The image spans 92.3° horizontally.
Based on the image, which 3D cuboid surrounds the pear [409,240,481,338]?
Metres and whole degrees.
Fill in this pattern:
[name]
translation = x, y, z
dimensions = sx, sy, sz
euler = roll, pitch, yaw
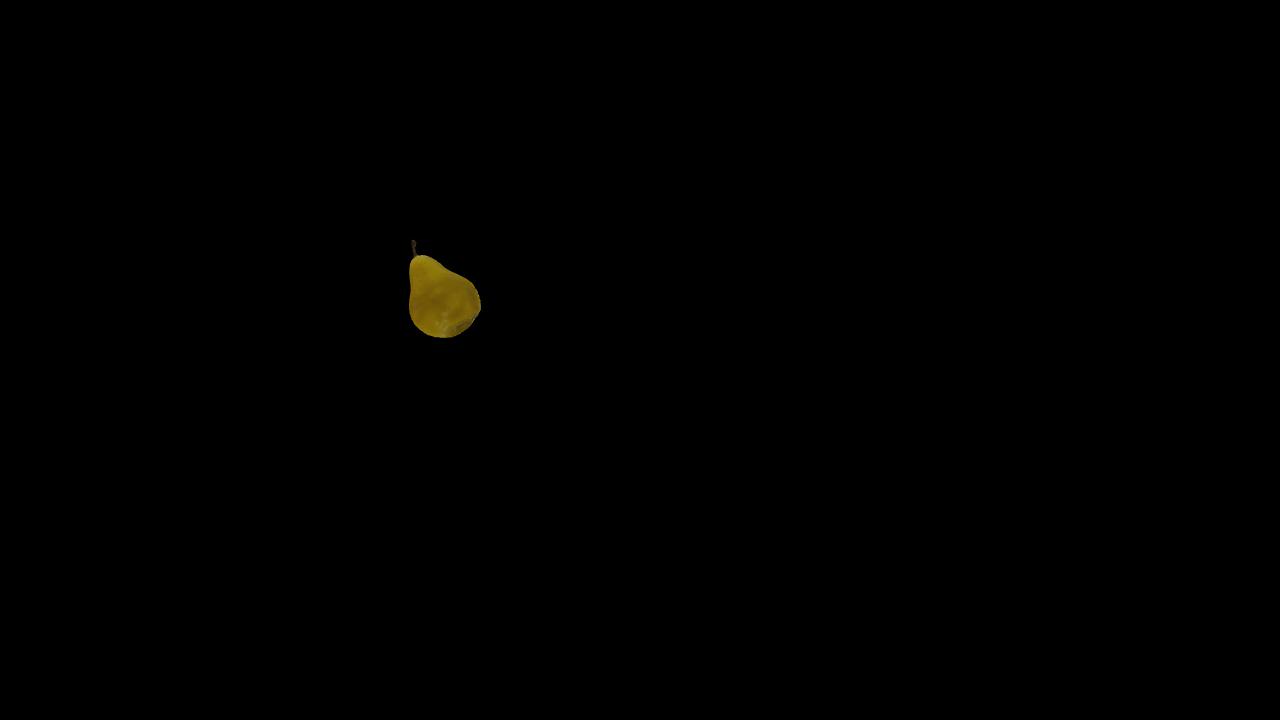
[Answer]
[pear]
translation = -0.234, -0.080, 0.692
dimensions = 0.080, 0.111, 0.080
euler = -40, -5, -4
